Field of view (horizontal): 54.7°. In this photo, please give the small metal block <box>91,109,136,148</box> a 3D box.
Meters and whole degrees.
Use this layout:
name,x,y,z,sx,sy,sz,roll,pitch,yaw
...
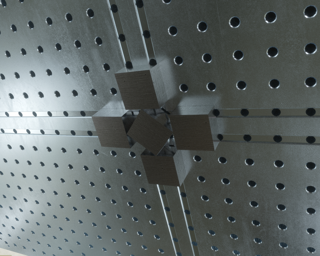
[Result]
name,x,y,z,sx,sy,sz,roll,pitch,yaw
small metal block,-0.063,0.000,0.443,0.050,0.025,0.050,1,119,27

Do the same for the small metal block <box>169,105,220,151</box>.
name,x,y,z,sx,sy,sz,roll,pitch,yaw
small metal block,0.044,0.000,0.387,0.050,0.025,0.050,0,119,28

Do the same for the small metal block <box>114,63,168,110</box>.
name,x,y,z,sx,sy,sz,roll,pitch,yaw
small metal block,-0.023,-0.051,0.390,0.050,0.025,0.050,-1,118,28

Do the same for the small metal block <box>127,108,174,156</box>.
name,x,y,z,sx,sy,sz,roll,pitch,yaw
small metal block,-0.009,0.001,0.415,0.050,0.025,0.050,36,129,3

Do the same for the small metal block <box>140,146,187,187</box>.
name,x,y,z,sx,sy,sz,roll,pitch,yaw
small metal block,0.006,0.054,0.440,0.050,0.025,0.050,0,119,27
